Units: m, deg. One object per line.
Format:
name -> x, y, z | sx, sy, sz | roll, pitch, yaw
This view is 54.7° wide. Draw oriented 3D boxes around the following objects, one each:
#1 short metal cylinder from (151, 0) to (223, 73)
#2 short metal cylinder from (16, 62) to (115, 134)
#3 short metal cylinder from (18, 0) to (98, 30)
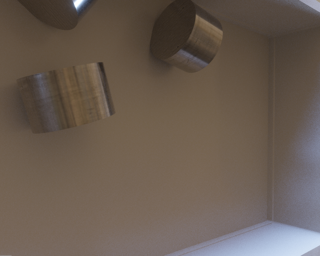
short metal cylinder -> 0.033, -0.118, 0.400 | 0.050, 0.080, 0.080 | 17, 79, -39
short metal cylinder -> -0.088, -0.030, 0.298 | 0.081, 0.080, 0.050 | -21, 104, -38
short metal cylinder -> -0.098, -0.140, 0.290 | 0.080, 0.080, 0.050 | 44, 63, -31
